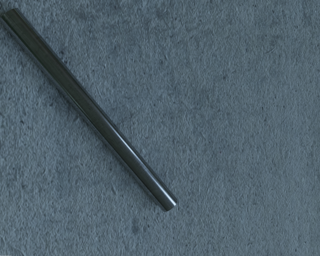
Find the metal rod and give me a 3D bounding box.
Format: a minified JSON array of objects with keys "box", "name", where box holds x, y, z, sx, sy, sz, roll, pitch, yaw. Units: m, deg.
[{"box":[-0.078,-0.012,0.380,0.025,0.025,0.300,-42,103,-15],"name":"metal rod"}]
